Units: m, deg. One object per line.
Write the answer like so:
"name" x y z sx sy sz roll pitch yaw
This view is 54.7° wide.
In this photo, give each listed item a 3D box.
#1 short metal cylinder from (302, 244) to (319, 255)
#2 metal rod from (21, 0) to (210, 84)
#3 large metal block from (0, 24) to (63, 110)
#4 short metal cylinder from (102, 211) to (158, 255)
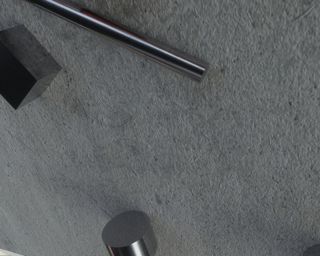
"short metal cylinder" 0.223 0.196 0.394 0.080 0.050 0.079 13 124 21
"metal rod" -0.082 -0.128 0.371 0.301 0.025 0.025 27 128 11
"large metal block" -0.202 -0.086 0.444 0.080 0.050 0.080 49 129 -7
"short metal cylinder" -0.049 0.183 0.510 0.080 0.080 0.050 -1 118 29
